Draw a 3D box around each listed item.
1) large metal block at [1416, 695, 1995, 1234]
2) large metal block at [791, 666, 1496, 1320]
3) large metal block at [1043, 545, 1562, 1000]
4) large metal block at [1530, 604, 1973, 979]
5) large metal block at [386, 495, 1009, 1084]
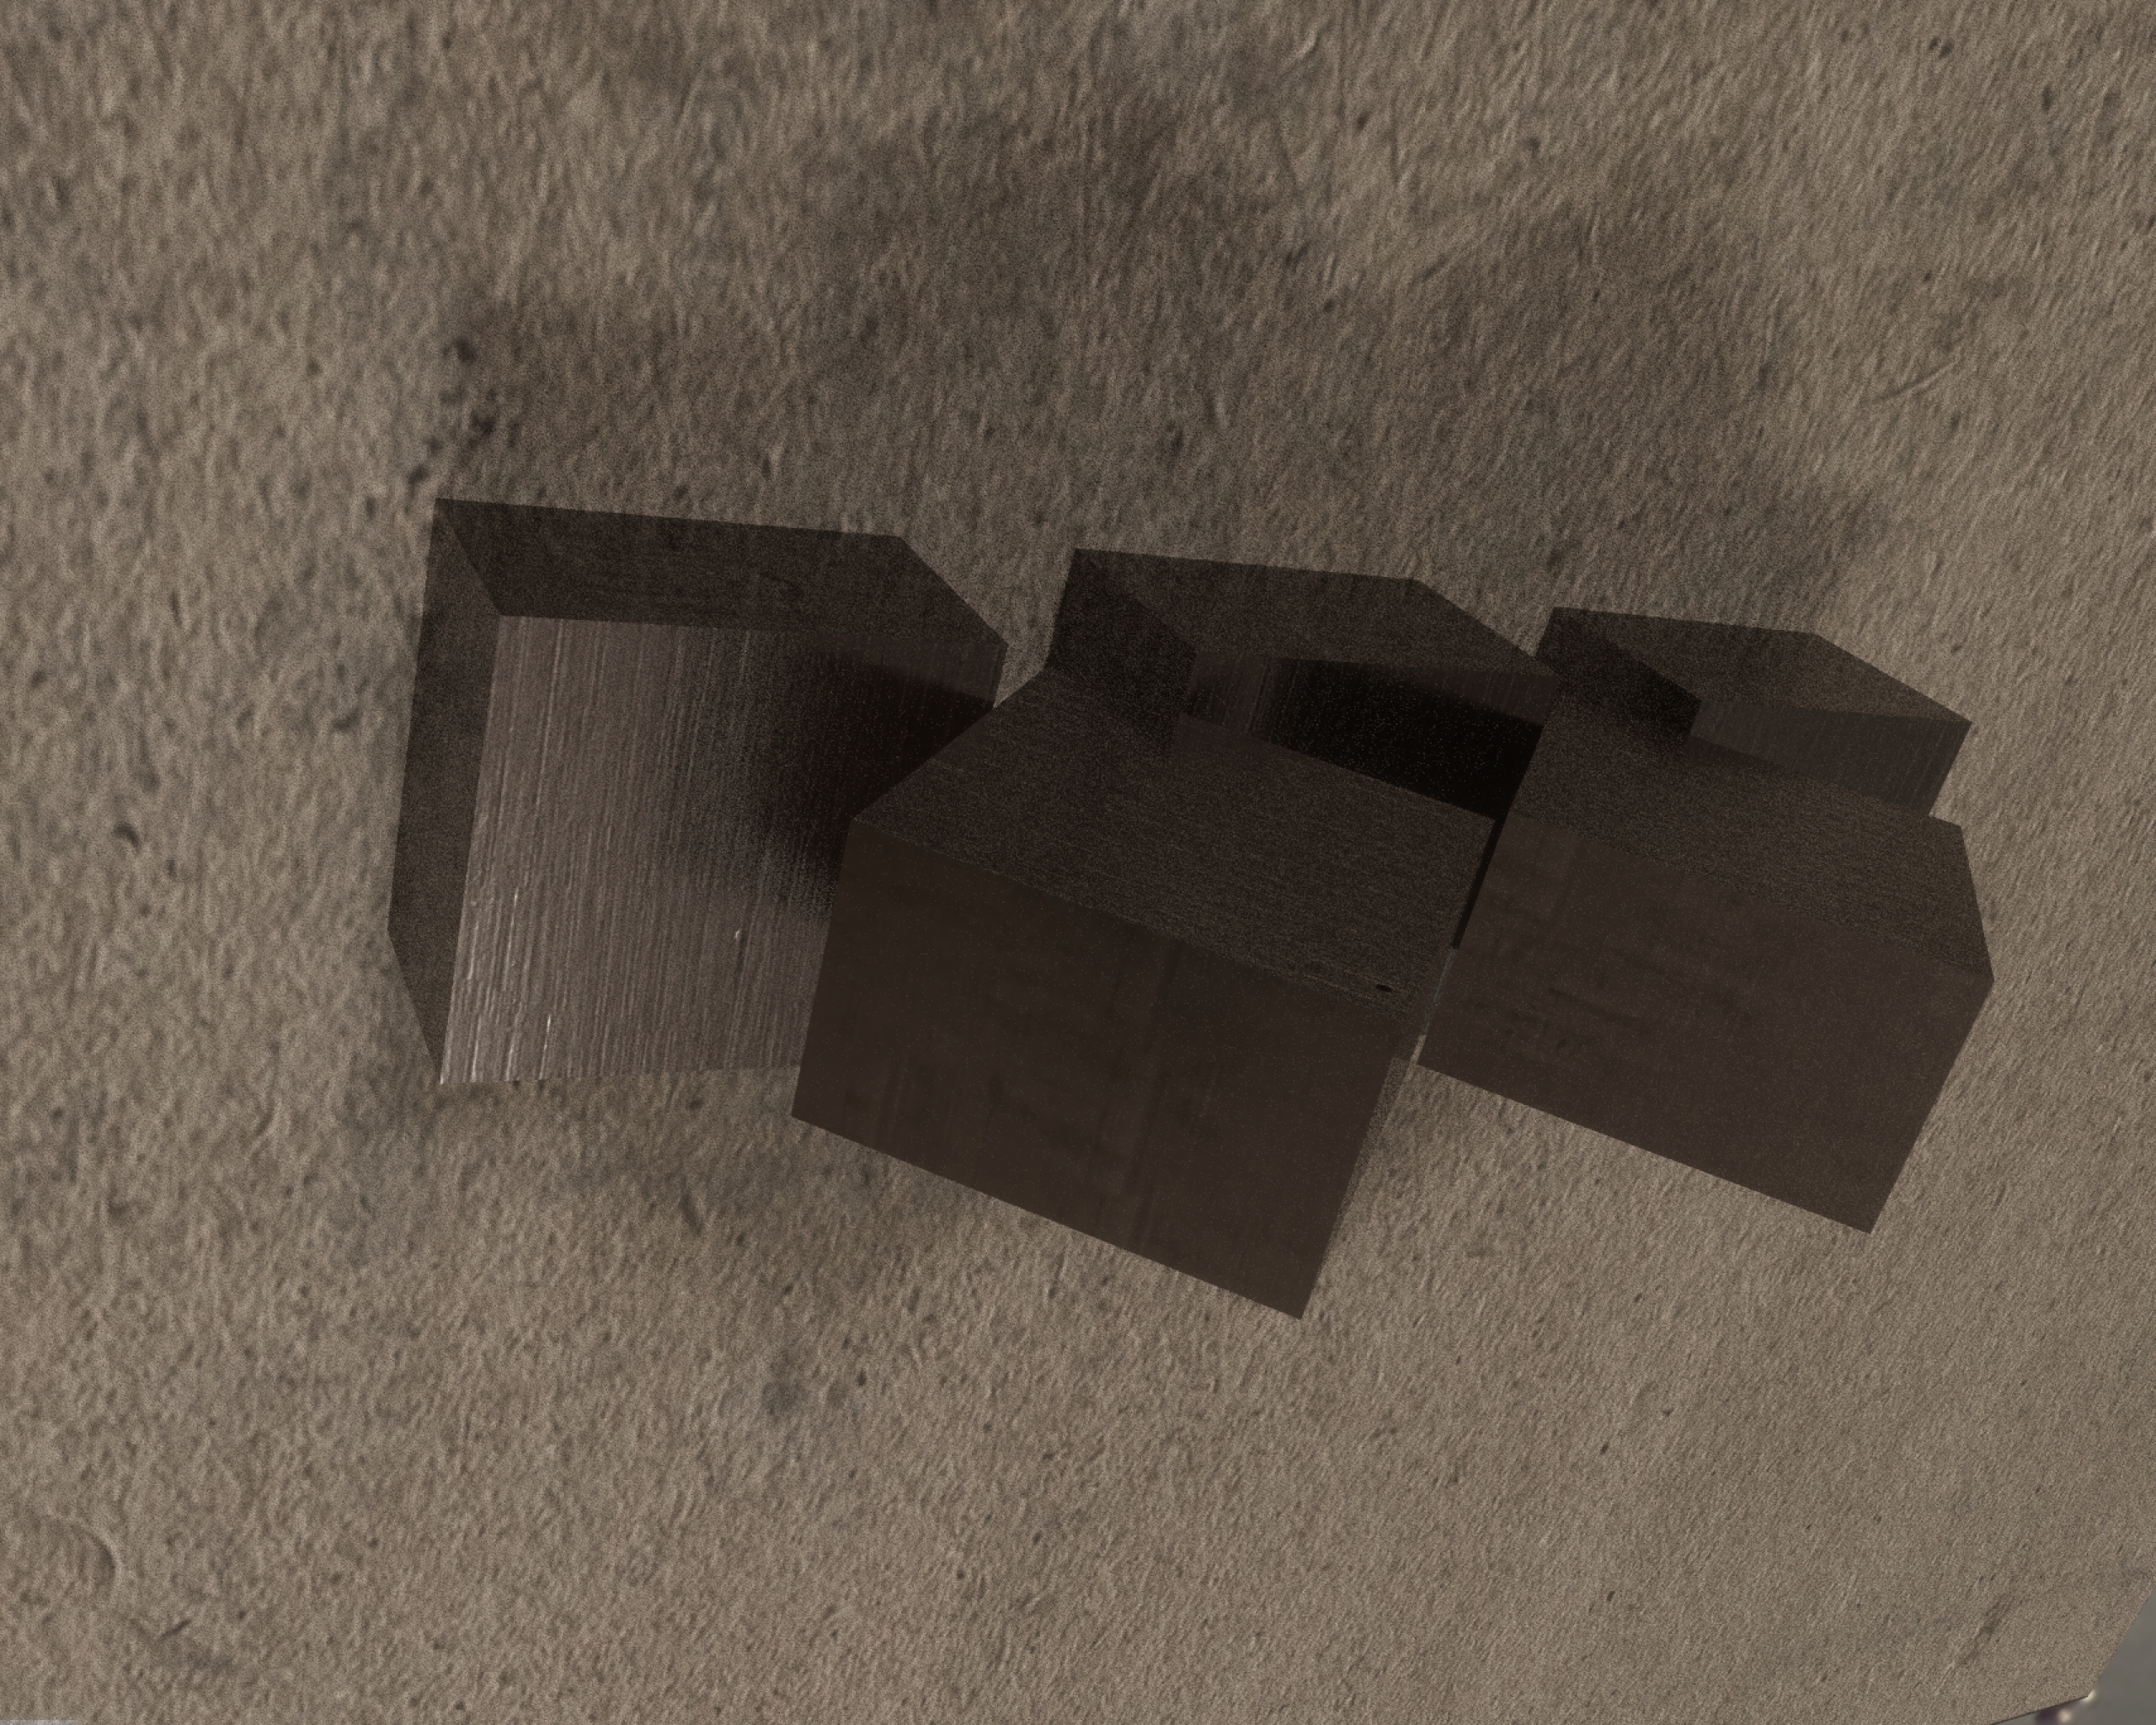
[{"bbox_3d":[0.115,0.014,0.385,0.080,0.080,0.050,20,114,11],"label":"large metal block"},{"bbox_3d":[0.013,0.015,0.326,0.080,0.080,0.050,-47,155,-62],"label":"large metal block"},{"bbox_3d":[0.035,-0.012,0.406,0.081,0.050,0.079,1,118,-29],"label":"large metal block"},{"bbox_3d":[0.137,-0.008,0.465,0.081,0.050,0.079,1,118,-30],"label":"large metal block"},{"bbox_3d":[-0.066,-0.012,0.350,0.081,0.050,0.079,0,118,-29],"label":"large metal block"}]
